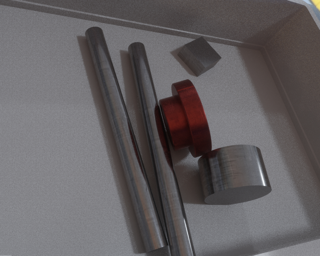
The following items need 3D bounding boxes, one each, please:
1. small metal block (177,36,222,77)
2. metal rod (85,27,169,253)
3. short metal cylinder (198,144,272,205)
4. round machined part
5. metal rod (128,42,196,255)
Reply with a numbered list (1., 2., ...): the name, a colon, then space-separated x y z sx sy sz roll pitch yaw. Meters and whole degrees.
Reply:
1. small metal block: 0.066 -0.120 0.516 0.050 0.025 0.050 49 51 6
2. metal rod: -0.048 -0.003 0.382 0.025 0.025 0.299 -5 64 -31
3. short metal cylinder: 0.091 0.060 0.385 0.081 0.080 0.050 7 59 -25
4. round machined part: 0.028 -0.009 0.391 0.042 0.098 0.098 -17 68 -2
5. metal rod: -0.005 0.009 0.389 0.025 0.025 0.299 3 58 -27
